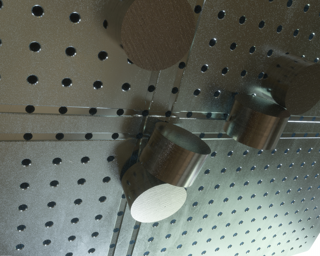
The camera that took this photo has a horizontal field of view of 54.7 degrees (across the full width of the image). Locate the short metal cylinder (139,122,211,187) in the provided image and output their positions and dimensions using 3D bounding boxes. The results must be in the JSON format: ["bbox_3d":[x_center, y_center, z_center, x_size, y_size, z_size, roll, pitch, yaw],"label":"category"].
[{"bbox_3d":[0.020,0.033,0.409,0.081,0.080,0.050,15,111,-35],"label":"short metal cylinder"}]

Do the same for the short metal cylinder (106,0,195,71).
[{"bbox_3d":[-0.011,-0.106,0.325,0.081,0.050,0.079,-14,124,-21],"label":"short metal cylinder"}]

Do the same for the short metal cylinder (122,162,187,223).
[{"bbox_3d":[-0.009,0.088,0.438,0.081,0.050,0.079,-13,132,-15],"label":"short metal cylinder"}]

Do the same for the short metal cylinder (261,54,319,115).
[{"bbox_3d":[0.202,-0.066,0.467,0.081,0.050,0.079,-14,125,-21],"label":"short metal cylinder"}]

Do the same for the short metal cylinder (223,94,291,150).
[{"bbox_3d":[0.138,-0.011,0.447,0.081,0.080,0.050,1,118,-29],"label":"short metal cylinder"}]
